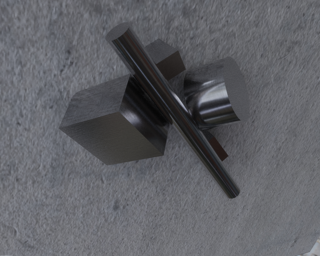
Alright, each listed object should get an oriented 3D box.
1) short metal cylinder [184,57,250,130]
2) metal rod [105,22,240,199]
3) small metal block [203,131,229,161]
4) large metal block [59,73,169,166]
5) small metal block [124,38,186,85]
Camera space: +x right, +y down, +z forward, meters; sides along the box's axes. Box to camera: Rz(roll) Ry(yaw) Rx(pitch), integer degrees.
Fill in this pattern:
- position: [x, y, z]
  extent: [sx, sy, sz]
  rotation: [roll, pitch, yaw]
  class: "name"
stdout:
- position: [0.071, -0.041, 0.380]
  extent: [0.050, 0.080, 0.080]
  rotation: [-14, 139, 32]
  class: "short metal cylinder"
- position: [0.035, 0.005, 0.367]
  extent: [0.025, 0.025, 0.300]
  rotation: [-40, 130, -1]
  class: "metal rod"
- position: [0.064, 0.021, 0.438]
  extent: [0.025, 0.050, 0.050]
  rotation: [-42, 130, 0]
  class: "small metal block"
- position: [-0.047, -0.005, 0.342]
  extent: [0.080, 0.050, 0.080]
  rotation: [-13, 138, 30]
  class: "large metal block"
- position: [-0.008, -0.071, 0.346]
  extent: [0.050, 0.050, 0.025]
  rotation: [-34, 129, -7]
  class: "small metal block"
